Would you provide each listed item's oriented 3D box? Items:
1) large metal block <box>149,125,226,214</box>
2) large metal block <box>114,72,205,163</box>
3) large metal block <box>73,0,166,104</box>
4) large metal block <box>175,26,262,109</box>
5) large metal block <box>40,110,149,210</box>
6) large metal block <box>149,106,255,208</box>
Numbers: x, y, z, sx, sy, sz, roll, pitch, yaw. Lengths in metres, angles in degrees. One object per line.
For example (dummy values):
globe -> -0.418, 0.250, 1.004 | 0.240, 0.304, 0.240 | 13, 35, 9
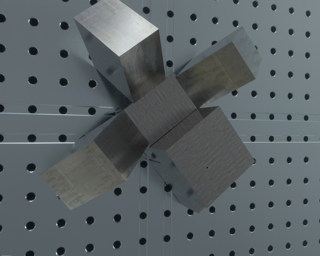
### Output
large metal block -> 0.047, 0.052, 0.416 | 0.080, 0.050, 0.080 | -39, 101, -17
large metal block -> 0.001, -0.013, 0.399 | 0.080, 0.050, 0.080 | -40, 103, -16
large metal block -> -0.042, -0.088, 0.351 | 0.050, 0.080, 0.080 | -40, 64, -15
large metal block -> 0.077, -0.077, 0.395 | 0.050, 0.080, 0.080 | 54, 34, -12
large metal block -> -0.068, 0.033, 0.342 | 0.080, 0.080, 0.050 | -31, 103, 25
large metal block -> 0.049, 0.031, 0.363 | 0.080, 0.050, 0.080 | -39, 103, -17
